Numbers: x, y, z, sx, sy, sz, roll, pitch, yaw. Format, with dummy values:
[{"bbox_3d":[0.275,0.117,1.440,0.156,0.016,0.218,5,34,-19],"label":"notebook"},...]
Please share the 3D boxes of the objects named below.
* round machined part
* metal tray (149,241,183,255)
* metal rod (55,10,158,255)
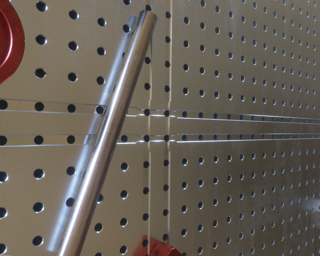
[{"bbox_3d":[-0.169,-0.075,0.256,0.099,0.042,0.097,0,90,-40],"label":"round machined part"},{"bbox_3d":[0.019,0.229,0.422,0.130,0.030,0.090,52,60,-28],"label":"metal tray"},{"bbox_3d":[-0.057,-0.003,0.361,0.025,0.025,0.299,27,73,-37],"label":"metal rod"}]
